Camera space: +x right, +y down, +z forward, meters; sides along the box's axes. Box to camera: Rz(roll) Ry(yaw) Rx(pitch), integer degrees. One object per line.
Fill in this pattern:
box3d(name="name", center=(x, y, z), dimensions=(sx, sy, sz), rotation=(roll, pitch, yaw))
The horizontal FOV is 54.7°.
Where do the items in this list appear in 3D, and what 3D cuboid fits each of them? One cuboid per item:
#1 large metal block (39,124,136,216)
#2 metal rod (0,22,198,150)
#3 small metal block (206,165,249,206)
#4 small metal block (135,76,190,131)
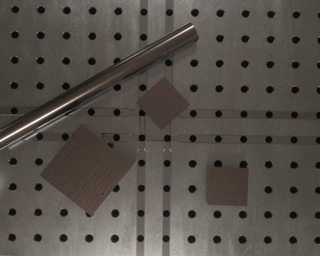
box3d(name="large metal block", center=(-0.089, 0.051, 0.400), dimensions=(0.080, 0.050, 0.080), rotation=(39, 90, -1))
box3d(name="metal rod", center=(-0.086, -0.056, 0.412), dimensions=(0.301, 0.025, 0.025), rotation=(-29, 90, -1))
box3d(name="small metal block", center=(0.089, 0.076, 0.415), dimensions=(0.050, 0.025, 0.050), rotation=(2, 90, -1))
box3d(name="small metal block", center=(0.004, -0.032, 0.413), dimensions=(0.050, 0.025, 0.050), rotation=(-42, 91, 0))
